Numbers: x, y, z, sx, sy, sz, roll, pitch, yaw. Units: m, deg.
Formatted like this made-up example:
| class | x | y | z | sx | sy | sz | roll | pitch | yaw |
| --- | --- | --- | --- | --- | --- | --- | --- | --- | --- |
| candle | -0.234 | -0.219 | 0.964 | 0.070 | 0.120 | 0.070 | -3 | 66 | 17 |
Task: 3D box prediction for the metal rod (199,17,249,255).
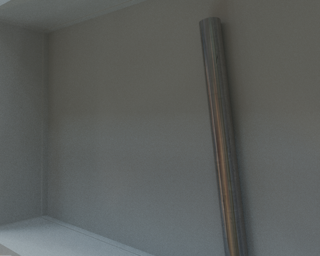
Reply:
| class | x | y | z | sx | sy | sz | roll | pitch | yaw |
| --- | --- | --- | --- | --- | --- | --- | --- | --- | --- |
| metal rod | 0.072 | 0.025 | 0.347 | 0.025 | 0.025 | 0.299 | -10 | 84 | 40 |
